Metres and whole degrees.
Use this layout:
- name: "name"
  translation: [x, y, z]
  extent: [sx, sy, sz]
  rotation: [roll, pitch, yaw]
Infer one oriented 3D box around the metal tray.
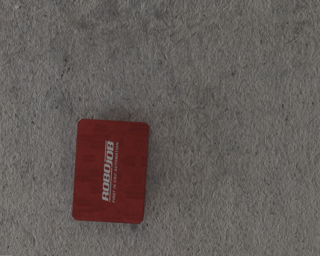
- name: "metal tray"
  translation: [-0.063, 0.055, 0.407]
  extent: [0.090, 0.030, 0.129]
  rotation: [4, 90, 0]
